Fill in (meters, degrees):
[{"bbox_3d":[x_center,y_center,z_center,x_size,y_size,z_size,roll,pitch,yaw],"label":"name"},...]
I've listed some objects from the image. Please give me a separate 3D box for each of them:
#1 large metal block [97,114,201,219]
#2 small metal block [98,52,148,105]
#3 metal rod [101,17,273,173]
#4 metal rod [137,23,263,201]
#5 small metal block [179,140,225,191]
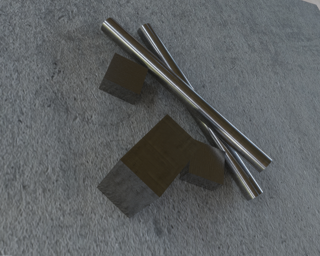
[{"bbox_3d":[-0.013,0.043,0.337,0.050,0.080,0.080,44,51,1],"label":"large metal block"},{"bbox_3d":[-0.049,-0.067,0.420,0.050,0.025,0.050,25,53,-14],"label":"small metal block"},{"bbox_3d":[0.030,-0.051,0.430,0.300,0.025,0.025,43,50,10],"label":"metal rod"},{"bbox_3d":[0.052,-0.032,0.452,0.025,0.025,0.299,-22,74,-36],"label":"metal rod"},{"bbox_3d":[0.056,0.049,0.406,0.050,0.025,0.050,22,53,-15],"label":"small metal block"}]
